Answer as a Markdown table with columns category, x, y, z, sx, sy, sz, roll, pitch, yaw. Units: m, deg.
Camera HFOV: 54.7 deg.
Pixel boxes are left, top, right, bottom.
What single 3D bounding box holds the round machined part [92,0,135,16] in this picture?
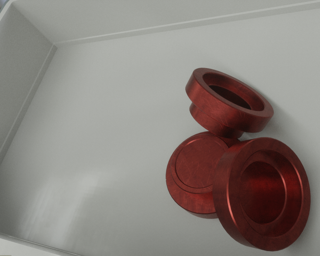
| category | x | y | z | sx | sy | sz | roll | pitch | yaw |
| --- | --- | --- | --- | --- | --- | --- | --- | --- | --- |
| round machined part | -0.094 | -0.274 | 0.615 | 0.098 | 0.042 | 0.098 | -13 | 56 | 21 |

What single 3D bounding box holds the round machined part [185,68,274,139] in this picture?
| category | x | y | z | sx | sy | sz | roll | pitch | yaw |
| --- | --- | --- | --- | --- | --- | --- | --- | --- | --- |
| round machined part | 0.072 | -0.025 | 0.348 | 0.098 | 0.099 | 0.042 | 53 | 129 | 39 |

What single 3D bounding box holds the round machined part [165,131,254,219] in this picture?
| category | x | y | z | sx | sy | sz | roll | pitch | yaw |
| --- | --- | --- | --- | --- | --- | --- | --- | --- | --- |
| round machined part | 0.051 | 0.046 | 0.340 | 0.098 | 0.042 | 0.098 | -13 | 56 | 21 |

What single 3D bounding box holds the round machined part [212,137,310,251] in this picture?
| category | x | y | z | sx | sy | sz | roll | pitch | yaw |
| --- | --- | --- | --- | --- | --- | --- | --- | --- | --- |
| round machined part | 0.089 | 0.059 | 0.288 | 0.042 | 0.098 | 0.098 | -21 | 43 | 61 |
